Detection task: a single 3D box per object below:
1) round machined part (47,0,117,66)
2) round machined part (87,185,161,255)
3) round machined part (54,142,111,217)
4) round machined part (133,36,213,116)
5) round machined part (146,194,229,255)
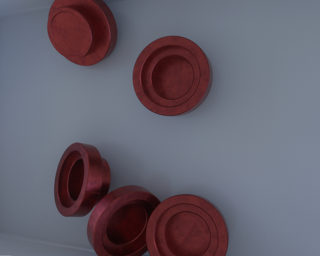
[{"bbox_3d":[-0.112,-0.131,0.420,0.098,0.042,0.097,10,120,18],"label":"round machined part"},{"bbox_3d":[-0.047,0.119,0.398,0.042,0.099,0.097,24,100,54],"label":"round machined part"},{"bbox_3d":[-0.103,0.071,0.423,0.098,0.042,0.098,-19,64,45],"label":"round machined part"},{"bbox_3d":[0.018,-0.063,0.395,0.098,0.042,0.097,0,90,20],"label":"round machined part"},{"bbox_3d":[0.035,0.131,0.383,0.098,0.042,0.098,-3,79,15],"label":"round machined part"}]
